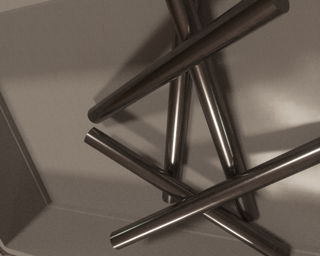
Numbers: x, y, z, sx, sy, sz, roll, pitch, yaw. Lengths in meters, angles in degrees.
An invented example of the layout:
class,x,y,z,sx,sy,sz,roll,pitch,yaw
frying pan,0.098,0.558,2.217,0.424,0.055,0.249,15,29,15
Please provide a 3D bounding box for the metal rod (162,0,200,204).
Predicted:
class,x,y,z,sx,sy,sz,roll,pitch,yaw
metal rod,0.022,-0.021,0.382,0.025,0.025,0.298,16,125,19

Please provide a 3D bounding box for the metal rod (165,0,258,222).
class,x,y,z,sx,sy,sz,roll,pitch,yaw
metal rod,0.067,-0.005,0.352,0.025,0.025,0.299,-6,121,30

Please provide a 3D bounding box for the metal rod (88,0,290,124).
class,x,y,z,sx,sy,sz,roll,pitch,yaw
metal rod,-0.005,-0.054,0.330,0.299,0.025,0.025,-23,107,51

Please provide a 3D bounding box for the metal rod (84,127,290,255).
class,x,y,z,sx,sy,sz,roll,pitch,yaw
metal rod,0.031,0.087,0.411,0.301,0.025,0.025,31,128,6

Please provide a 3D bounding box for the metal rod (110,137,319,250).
class,x,y,z,sx,sy,sz,roll,pitch,yaw
metal rod,0.062,0.085,0.374,0.300,0.025,0.025,-30,103,20
